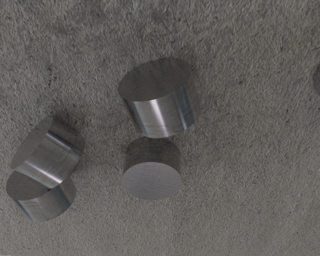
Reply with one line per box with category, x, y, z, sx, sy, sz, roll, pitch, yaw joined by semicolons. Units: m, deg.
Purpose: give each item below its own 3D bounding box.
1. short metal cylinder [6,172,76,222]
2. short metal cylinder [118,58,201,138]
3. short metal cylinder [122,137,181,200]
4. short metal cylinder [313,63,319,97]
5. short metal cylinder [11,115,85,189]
short metal cylinder;-0.167;0.085;0.442;0.080;0.080;0.050;-7;130;6
short metal cylinder;0.000;-0.034;0.342;0.080;0.080;0.050;-12;129;10
short metal cylinder;-0.011;0.057;0.439;0.081;0.050;0.079;0;130;0
short metal cylinder;0.224;-0.050;0.350;0.081;0.050;0.079;0;130;0
short metal cylinder;-0.142;0.030;0.395;0.080;0.080;0.050;-34;122;25
